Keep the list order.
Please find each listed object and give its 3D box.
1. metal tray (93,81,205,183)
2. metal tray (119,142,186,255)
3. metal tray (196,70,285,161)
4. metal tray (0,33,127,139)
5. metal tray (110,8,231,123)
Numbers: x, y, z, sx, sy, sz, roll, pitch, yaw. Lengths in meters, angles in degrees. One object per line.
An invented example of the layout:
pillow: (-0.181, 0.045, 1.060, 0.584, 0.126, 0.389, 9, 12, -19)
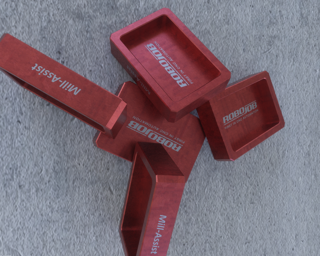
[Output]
metal tray: (-0.009, 0.008, 0.405, 0.131, 0.030, 0.090, 27, 81, -19)
metal tray: (-0.014, 0.091, 0.351, 0.030, 0.090, 0.129, 6, 109, -20)
metal tray: (0.116, -0.020, 0.435, 0.131, 0.030, 0.090, -26, 99, -33)
metal tray: (-0.098, -0.037, 0.323, 0.130, 0.090, 0.030, 30, 80, -1)
metal tray: (0.011, -0.081, 0.381, 0.090, 0.030, 0.130, -33, 72, -18)
